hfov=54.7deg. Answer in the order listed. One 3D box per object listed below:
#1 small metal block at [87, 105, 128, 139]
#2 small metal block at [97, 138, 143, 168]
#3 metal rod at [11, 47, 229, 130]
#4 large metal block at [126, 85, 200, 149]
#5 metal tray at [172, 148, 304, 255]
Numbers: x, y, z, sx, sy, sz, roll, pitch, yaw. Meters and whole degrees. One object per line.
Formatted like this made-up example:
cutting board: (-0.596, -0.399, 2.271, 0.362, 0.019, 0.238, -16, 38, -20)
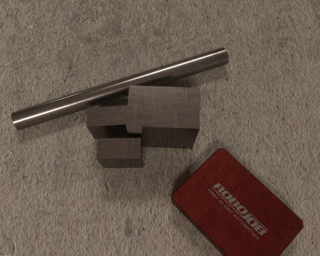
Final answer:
small metal block: (-0.063, -0.006, 0.396, 0.050, 0.050, 0.025, -4, 70, -2)
small metal block: (-0.048, 0.032, 0.383, 0.050, 0.050, 0.025, 0, 70, -1)
metal rod: (-0.048, -0.056, 0.428, 0.302, 0.025, 0.025, -19, 71, -7)
large metal block: (0.004, -0.011, 0.383, 0.081, 0.080, 0.050, 2, 70, 0)
metal tray: (0.089, 0.100, 0.370, 0.090, 0.030, 0.130, -42, 76, -14)
